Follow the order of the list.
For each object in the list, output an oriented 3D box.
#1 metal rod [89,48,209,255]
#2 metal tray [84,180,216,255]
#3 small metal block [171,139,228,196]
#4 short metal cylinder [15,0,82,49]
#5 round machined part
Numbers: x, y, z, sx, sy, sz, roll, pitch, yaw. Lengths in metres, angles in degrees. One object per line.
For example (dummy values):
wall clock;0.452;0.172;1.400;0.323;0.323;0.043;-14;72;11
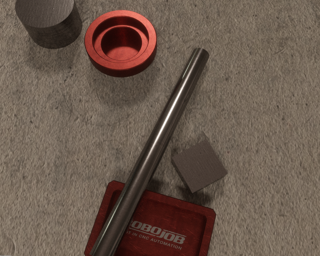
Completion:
metal rod;0.000;0.013;0.380;0.025;0.025;0.300;23;63;8
metal tray;-0.009;0.123;0.360;0.131;0.030;0.090;15;71;5
small metal block;0.049;0.050;0.391;0.050;0.025;0.050;-27;73;-10
short metal cylinder;-0.160;-0.164;0.453;0.081;0.050;0.080;0;70;0
round machined part;-0.053;-0.114;0.440;0.099;0.042;0.098;0;70;-1
